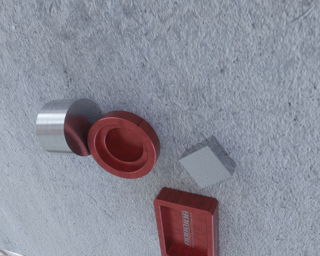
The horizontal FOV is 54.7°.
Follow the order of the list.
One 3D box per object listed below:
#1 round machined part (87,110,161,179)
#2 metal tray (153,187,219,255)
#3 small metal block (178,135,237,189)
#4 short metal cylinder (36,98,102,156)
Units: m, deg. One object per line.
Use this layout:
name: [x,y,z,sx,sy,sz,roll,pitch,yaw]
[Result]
round machined part: [-0.046,0.019,0.427,0.098,0.042,0.097,9,122,15]
metal tray: [0.043,0.158,0.478,0.090,0.030,0.129,8,122,24]
small metal block: [0.062,0.045,0.402,0.050,0.025,0.050,-33,101,38]
short metal cylinder: [-0.124,-0.001,0.436,0.050,0.080,0.080,1,119,28]
